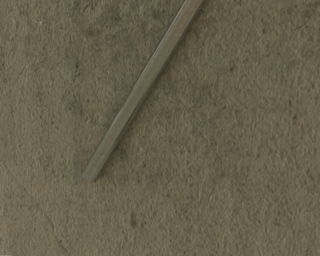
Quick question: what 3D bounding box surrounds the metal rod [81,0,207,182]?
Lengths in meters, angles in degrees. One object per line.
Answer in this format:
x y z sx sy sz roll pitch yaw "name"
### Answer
-0.023 -0.054 0.416 0.025 0.025 0.299 35 101 16 "metal rod"
